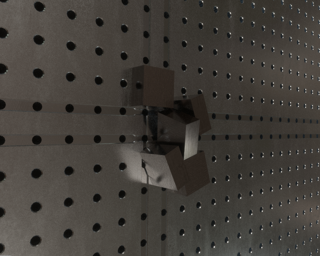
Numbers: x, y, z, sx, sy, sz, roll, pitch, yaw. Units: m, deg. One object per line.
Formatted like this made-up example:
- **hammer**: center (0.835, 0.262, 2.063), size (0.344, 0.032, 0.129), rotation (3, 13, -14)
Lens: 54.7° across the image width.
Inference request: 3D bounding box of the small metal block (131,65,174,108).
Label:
- **small metal block**: center (-0.009, -0.052, 0.404), size (0.050, 0.025, 0.050), rotation (2, 89, -40)

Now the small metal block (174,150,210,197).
- **small metal block**: center (0.043, 0.064, 0.447), size (0.050, 0.025, 0.050), rotation (-21, 103, -38)

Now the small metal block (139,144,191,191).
- **small metal block**: center (0.006, 0.049, 0.400), size (0.025, 0.050, 0.050), rotation (-32, 110, -36)

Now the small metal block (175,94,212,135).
- **small metal block**: center (0.039, -0.018, 0.427), size (0.025, 0.050, 0.050), rotation (-26, 107, -37)

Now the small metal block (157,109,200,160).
- **small metal block**: center (0.023, 0.007, 0.405), size (0.025, 0.050, 0.050), rotation (-21, 124, -38)
